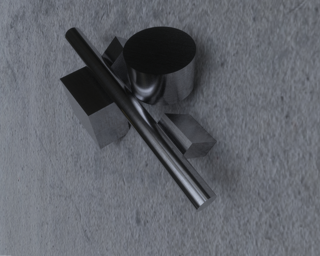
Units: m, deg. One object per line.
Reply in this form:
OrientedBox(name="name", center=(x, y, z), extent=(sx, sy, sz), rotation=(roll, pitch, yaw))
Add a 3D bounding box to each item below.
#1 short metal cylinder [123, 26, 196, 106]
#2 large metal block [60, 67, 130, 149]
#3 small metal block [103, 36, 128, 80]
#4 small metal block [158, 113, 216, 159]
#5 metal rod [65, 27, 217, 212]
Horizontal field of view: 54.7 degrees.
OrientedBox(name="short metal cylinder", center=(0.001, -0.072, 0.360), extent=(0.080, 0.080, 0.050), rotation=(46, 159, 30))
OrientedBox(name="large metal block", center=(-0.090, -0.030, 0.439), extent=(0.080, 0.050, 0.080), rotation=(48, 159, 28))
OrientedBox(name="small metal block", center=(-0.051, -0.095, 0.430), extent=(0.050, 0.050, 0.025), rotation=(-46, 63, 30))
OrientedBox(name="small metal block", center=(0.029, 0.009, 0.361), extent=(0.050, 0.050, 0.025), rotation=(48, 119, 29))
OrientedBox(name="metal rod", center=(-0.038, -0.029, 0.371), extent=(0.300, 0.025, 0.025), rotation=(51, 120, 27))
